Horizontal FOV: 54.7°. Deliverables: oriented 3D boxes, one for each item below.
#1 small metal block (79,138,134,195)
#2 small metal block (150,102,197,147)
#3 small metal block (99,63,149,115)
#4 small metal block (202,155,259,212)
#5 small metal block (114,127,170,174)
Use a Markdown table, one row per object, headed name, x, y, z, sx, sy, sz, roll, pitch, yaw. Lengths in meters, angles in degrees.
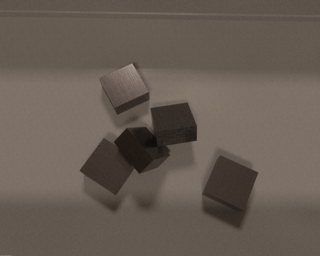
| name | x | y | z | sx | sy | sz | roll | pitch | yaw |
| --- | --- | --- | --- | --- | --- | --- | --- | --- | --- |
| small metal block | -0.063 | 0.049 | 0.391 | 0.050 | 0.025 | 0.050 | 31 | 73 | 10 |
| small metal block | 0.017 | -0.005 | 0.400 | 0.050 | 0.025 | 0.050 | -9 | 40 | -5 |
| small metal block | -0.049 | -0.054 | 0.429 | 0.050 | 0.025 | 0.050 | -26 | 72 | -10 |
| small metal block | 0.087 | 0.069 | 0.385 | 0.050 | 0.025 | 0.050 | 25 | 72 | 8 |
| small metal block | -0.021 | 0.026 | 0.384 | 0.025 | 0.050 | 0.050 | -46 | 74 | 18 |
